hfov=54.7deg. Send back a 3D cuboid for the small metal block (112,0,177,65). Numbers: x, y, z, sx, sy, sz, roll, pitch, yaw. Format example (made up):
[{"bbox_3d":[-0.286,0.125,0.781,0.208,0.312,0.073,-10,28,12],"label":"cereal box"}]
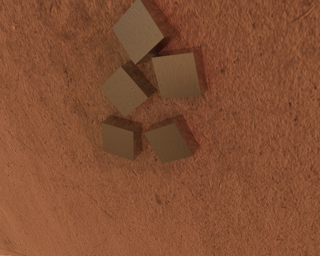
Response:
[{"bbox_3d":[-0.018,-0.107,0.343,0.050,0.025,0.050,-35,86,38],"label":"small metal block"}]

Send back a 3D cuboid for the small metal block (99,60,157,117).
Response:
[{"bbox_3d":[-0.041,-0.050,0.398,0.050,0.025,0.050,49,129,-7],"label":"small metal block"}]

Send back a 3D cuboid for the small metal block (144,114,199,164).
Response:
[{"bbox_3d":[0.016,0.015,0.408,0.050,0.025,0.050,-19,109,35],"label":"small metal block"}]

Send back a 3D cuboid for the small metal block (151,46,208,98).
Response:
[{"bbox_3d":[0.024,-0.063,0.355,0.050,0.025,0.050,0,119,28],"label":"small metal block"}]

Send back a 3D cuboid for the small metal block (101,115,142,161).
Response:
[{"bbox_3d":[-0.054,0.014,0.444,0.050,0.025,0.050,16,125,19],"label":"small metal block"}]
